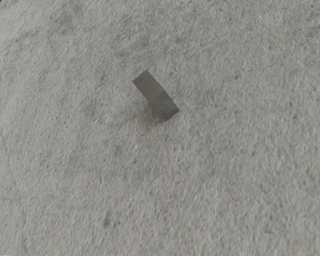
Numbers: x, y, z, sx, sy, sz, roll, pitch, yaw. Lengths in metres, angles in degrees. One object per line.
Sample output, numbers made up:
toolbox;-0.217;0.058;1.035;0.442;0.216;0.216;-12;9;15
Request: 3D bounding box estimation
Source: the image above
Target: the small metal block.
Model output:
small metal block;-0.005;-0.043;0.416;0.025;0.050;0.050;-39;51;2
